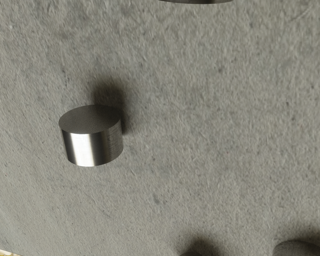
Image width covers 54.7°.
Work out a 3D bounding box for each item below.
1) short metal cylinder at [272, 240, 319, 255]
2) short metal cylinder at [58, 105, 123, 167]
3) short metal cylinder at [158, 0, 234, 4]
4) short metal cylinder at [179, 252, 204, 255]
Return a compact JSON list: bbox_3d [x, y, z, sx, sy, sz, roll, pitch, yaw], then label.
[{"bbox_3d":[0.189,0.198,0.413,0.080,0.050,0.079,13,124,20],"label":"short metal cylinder"},{"bbox_3d":[-0.092,0.008,0.423,0.080,0.080,0.050,12,123,21],"label":"short metal cylinder"},{"bbox_3d":[0.028,-0.141,0.268,0.080,0.080,0.050,15,124,19],"label":"short metal cylinder"},{"bbox_3d":[0.049,0.250,0.499,0.080,0.080,0.050,31,128,8],"label":"short metal cylinder"}]
